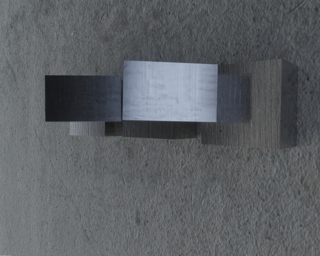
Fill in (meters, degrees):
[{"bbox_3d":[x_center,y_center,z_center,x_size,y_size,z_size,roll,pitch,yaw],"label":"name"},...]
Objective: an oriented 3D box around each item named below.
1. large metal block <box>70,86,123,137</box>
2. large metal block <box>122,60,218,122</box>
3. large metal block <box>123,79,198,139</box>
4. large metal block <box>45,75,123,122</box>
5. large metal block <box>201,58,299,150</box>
[{"bbox_3d":[-0.089,-0.029,0.461,0.080,0.050,0.079,1,90,39],"label":"large metal block"},{"bbox_3d":[0.005,-0.031,0.302,0.080,0.081,0.050,-172,84,-84],"label":"large metal block"},{"bbox_3d":[0.000,-0.028,0.389,0.080,0.050,0.079,1,91,39],"label":"large metal block"},{"bbox_3d":[-0.086,-0.032,0.374,0.081,0.080,0.050,-1,90,-6],"label":"large metal block"},{"bbox_3d":[0.091,-0.022,0.315,0.080,0.050,0.079,2,91,39],"label":"large metal block"}]
